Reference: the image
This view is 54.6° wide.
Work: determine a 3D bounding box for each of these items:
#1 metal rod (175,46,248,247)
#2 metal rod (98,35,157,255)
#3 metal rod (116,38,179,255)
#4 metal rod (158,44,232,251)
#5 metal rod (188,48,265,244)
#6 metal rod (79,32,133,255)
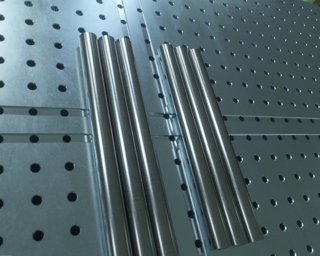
[{"bbox_3d":[0.062,0.009,0.435,0.025,0.025,0.299,1,61,-28],"label":"metal rod"},{"bbox_3d":[-0.045,0.009,0.377,0.025,0.025,0.299,1,61,-28],"label":"metal rod"},{"bbox_3d":[-0.023,0.009,0.389,0.025,0.025,0.299,1,61,-28],"label":"metal rod"},{"bbox_3d":[0.040,0.008,0.423,0.025,0.025,0.299,1,61,-28],"label":"metal rod"},{"bbox_3d":[0.086,0.009,0.447,0.025,0.025,0.299,1,61,-28],"label":"metal rod"},{"bbox_3d":[-0.068,0.008,0.366,0.025,0.025,0.299,1,61,-28],"label":"metal rod"}]
